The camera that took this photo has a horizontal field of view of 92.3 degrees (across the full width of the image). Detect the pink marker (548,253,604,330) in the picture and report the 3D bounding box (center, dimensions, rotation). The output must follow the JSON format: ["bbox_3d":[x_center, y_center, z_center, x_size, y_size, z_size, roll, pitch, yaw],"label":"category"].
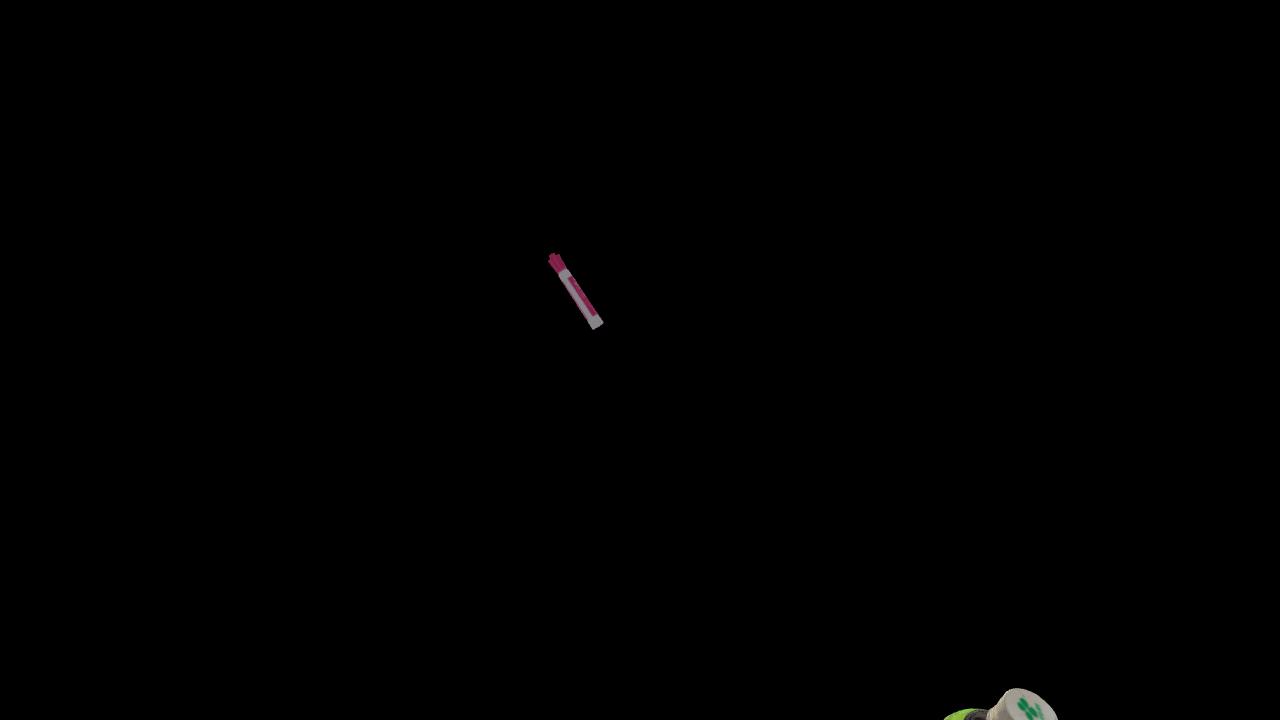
[{"bbox_3d":[-0.091,-0.098,0.863,0.020,0.121,0.020,-33,1,1],"label":"pink marker"}]

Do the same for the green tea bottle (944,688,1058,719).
[{"bbox_3d":[0.220,0.297,0.415,0.073,0.212,0.073,7,32,-4],"label":"green tea bottle"}]
